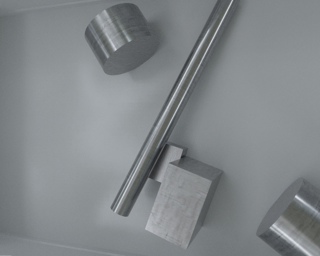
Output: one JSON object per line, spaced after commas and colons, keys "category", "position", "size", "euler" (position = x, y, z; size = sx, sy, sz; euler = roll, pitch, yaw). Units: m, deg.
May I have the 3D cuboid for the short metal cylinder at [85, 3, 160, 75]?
{"category": "short metal cylinder", "position": [-0.048, -0.112, 0.397], "size": [0.080, 0.080, 0.050], "euler": [-33, 80, 17]}

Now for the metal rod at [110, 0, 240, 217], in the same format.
{"category": "metal rod", "position": [0.018, -0.029, 0.383], "size": [0.025, 0.025, 0.299], "euler": [28, 91, 17]}

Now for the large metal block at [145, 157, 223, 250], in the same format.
{"category": "large metal block", "position": [0.032, 0.083, 0.369], "size": [0.050, 0.080, 0.080], "euler": [21, 97, 18]}

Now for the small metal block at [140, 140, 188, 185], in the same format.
{"category": "small metal block", "position": [0.004, 0.043, 0.408], "size": [0.050, 0.025, 0.050], "euler": [18, 96, 18]}

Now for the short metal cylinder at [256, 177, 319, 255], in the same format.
{"category": "short metal cylinder", "position": [0.148, 0.100, 0.329], "size": [0.050, 0.080, 0.080], "euler": [38, 102, 16]}
